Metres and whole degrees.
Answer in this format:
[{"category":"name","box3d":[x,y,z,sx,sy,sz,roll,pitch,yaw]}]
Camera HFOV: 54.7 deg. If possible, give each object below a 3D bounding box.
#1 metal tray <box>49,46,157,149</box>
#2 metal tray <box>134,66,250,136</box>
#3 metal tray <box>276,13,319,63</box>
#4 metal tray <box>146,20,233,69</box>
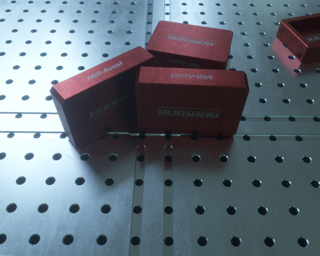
[{"category":"metal tray","box3d":[-0.064,-0.039,0.397,0.131,0.089,0.030,-32,57,-24]},{"category":"metal tray","box3d":[0.037,-0.031,0.391,0.131,0.089,0.030,3,50,2]},{"category":"metal tray","box3d":[0.288,-0.164,0.546,0.131,0.030,0.090,-13,51,-12]},{"category":"metal tray","box3d":[0.051,-0.136,0.519,0.131,0.030,0.090,12,51,9]}]
